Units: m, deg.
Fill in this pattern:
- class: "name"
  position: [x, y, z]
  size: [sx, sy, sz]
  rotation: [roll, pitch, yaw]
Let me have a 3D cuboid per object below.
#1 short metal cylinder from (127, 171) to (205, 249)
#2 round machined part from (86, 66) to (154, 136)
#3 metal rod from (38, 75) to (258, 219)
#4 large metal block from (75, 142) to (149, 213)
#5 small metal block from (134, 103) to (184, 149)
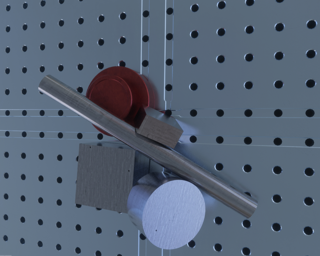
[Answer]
- class: "short metal cylinder"
  position: [0.007, 0.097, 0.373]
  size: [0.081, 0.050, 0.079]
  rotation: [-2, 94, -25]
- class: "round machined part"
  position: [-0.061, -0.036, 0.424]
  size: [0.098, 0.042, 0.097]
  rotation: [0, 90, 19]
- class: "metal rod"
  position: [-0.017, 0.021, 0.383]
  size: [0.301, 0.025, 0.025]
  rotation: [31, 100, 4]
- class: "large metal block"
  position: [-0.063, 0.063, 0.418]
  size: [0.080, 0.050, 0.079]
  rotation: [5, 92, 19]
- class: "small metal block"
  position: [-0.003, -0.003, 0.389]
  size: [0.050, 0.050, 0.025]
  rotation: [24, 103, -17]
